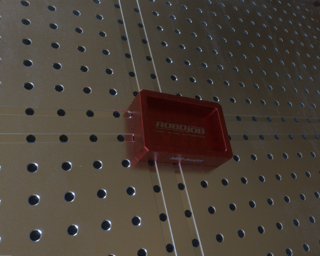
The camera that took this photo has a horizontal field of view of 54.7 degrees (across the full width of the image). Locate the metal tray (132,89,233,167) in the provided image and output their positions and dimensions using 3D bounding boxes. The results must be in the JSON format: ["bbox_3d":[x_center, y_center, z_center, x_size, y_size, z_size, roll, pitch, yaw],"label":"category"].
[{"bbox_3d":[0.030,0.002,0.421,0.131,0.030,0.090,7,58,-25],"label":"metal tray"}]
